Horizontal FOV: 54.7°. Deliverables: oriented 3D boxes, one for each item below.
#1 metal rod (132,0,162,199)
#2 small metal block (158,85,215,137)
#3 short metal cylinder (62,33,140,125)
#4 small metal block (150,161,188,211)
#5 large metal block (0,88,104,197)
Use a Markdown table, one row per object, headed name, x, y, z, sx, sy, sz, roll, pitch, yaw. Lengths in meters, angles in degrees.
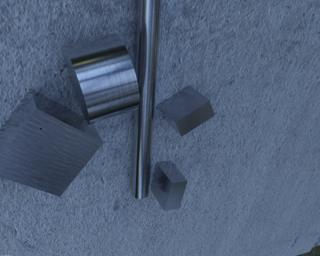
| name | x | y | z | sx | sy | sz | roll | pitch | yaw |
| --- | --- | --- | --- | --- | --- | --- | --- | --- | --- |
| metal rod | -0.018 | -0.034 | 0.377 | 0.025 | 0.025 | 0.298 | -10 | 123 | -24 |
| small metal block | 0.033 | -0.023 | 0.396 | 0.050 | 0.050 | 0.025 | -32 | 129 | -8 |
| short metal cylinder | -0.059 | -0.049 | 0.310 | 0.050 | 0.080 | 0.079 | -20 | 126 | -17 |
| small metal block | 0.011 | 0.083 | 0.450 | 0.025 | 0.050 | 0.050 | -2 | 119 | -28 |
| large metal block | -0.123 | 0.017 | 0.335 | 0.080 | 0.050 | 0.080 | 33 | 100 | -39 |
